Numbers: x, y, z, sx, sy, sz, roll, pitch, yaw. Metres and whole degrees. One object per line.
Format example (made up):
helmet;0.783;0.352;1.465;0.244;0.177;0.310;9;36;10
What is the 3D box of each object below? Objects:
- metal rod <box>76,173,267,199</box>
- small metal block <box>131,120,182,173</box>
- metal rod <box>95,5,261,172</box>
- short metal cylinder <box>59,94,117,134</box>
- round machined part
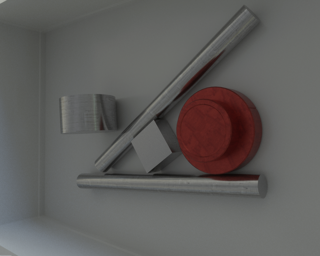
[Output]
metal rod;-0.010;0.073;0.411;0.300;0.025;0.025;-7;86;39
small metal block;-0.004;0.024;0.406;0.050;0.025;0.050;-43;65;31
metal rod;0.004;-0.031;0.400;0.299;0.025;0.025;-44;64;31
short metal cylinder;-0.104;-0.018;0.453;0.080;0.081;0.050;-6;86;39
round machined part;0.058;0.003;0.343;0.098;0.042;0.097;0;90;39
